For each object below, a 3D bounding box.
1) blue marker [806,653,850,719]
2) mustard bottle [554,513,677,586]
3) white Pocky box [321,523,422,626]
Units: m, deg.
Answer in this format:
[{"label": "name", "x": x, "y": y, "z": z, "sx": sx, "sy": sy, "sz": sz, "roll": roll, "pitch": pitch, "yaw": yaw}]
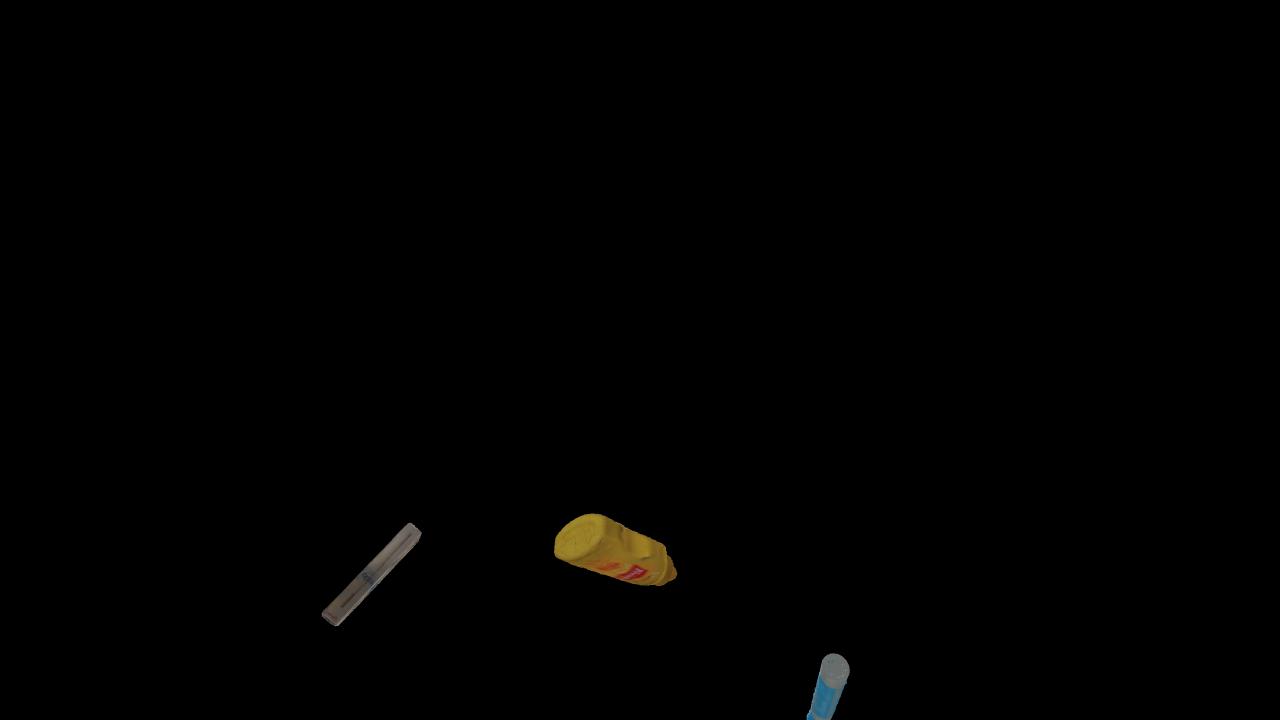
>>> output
[{"label": "blue marker", "x": 0.141, "y": 0.256, "z": 0.465, "sx": 0.020, "sy": 0.121, "sz": 0.020, "roll": -4, "pitch": 43, "yaw": 4}, {"label": "mustard bottle", "x": -0.015, "y": 0.255, "z": 0.799, "sx": 0.092, "sy": 0.054, "sz": 0.184, "roll": -35, "pitch": -49, "yaw": 26}, {"label": "white Pocky box", "x": -0.374, "y": 0.300, "z": 0.865, "sx": 0.154, "sy": 0.028, "sz": 0.084, "roll": -49, "pitch": 2, "yaw": -32}]
